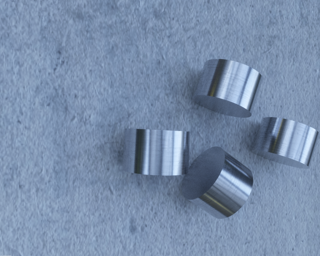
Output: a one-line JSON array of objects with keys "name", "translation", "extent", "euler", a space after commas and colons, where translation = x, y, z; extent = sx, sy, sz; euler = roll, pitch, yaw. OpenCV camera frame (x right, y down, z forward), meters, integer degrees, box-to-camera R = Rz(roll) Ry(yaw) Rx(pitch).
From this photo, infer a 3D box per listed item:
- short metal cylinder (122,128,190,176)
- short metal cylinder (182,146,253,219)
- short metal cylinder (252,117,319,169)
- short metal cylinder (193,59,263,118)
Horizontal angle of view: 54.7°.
[{"name": "short metal cylinder", "translation": [-0.004, 0.027, 0.379], "extent": [0.081, 0.080, 0.050], "euler": [3, 89, -20]}, {"name": "short metal cylinder", "translation": [0.074, 0.071, 0.409], "extent": [0.050, 0.080, 0.080], "euler": [36, 78, -17]}, {"name": "short metal cylinder", "translation": [0.180, 0.022, 0.448], "extent": [0.080, 0.080, 0.050], "euler": [22, 83, -19]}, {"name": "short metal cylinder", "translation": [0.090, -0.051, 0.414], "extent": [0.080, 0.080, 0.050], "euler": [22, 83, -19]}]
